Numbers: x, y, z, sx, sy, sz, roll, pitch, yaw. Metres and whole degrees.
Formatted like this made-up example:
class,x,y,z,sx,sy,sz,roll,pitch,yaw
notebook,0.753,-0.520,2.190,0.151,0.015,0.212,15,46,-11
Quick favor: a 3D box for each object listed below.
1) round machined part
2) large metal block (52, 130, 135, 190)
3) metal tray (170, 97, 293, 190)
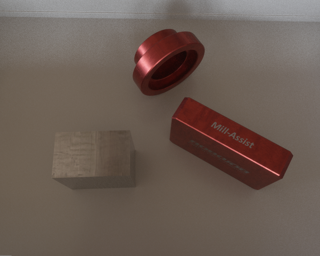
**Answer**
class,x,y,z,sx,sy,sz,roll,pitch,yaw
round machined part,0.006,-0.089,0.404,0.098,0.098,0.042,-31,73,-11
large metal block,-0.072,0.040,0.365,0.081,0.080,0.050,-2,70,-1
metal tray,0.076,0.022,0.368,0.130,0.090,0.030,29,73,10
